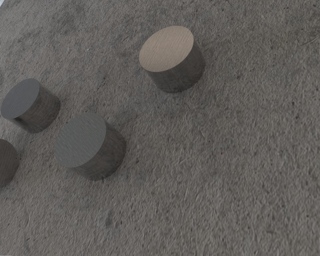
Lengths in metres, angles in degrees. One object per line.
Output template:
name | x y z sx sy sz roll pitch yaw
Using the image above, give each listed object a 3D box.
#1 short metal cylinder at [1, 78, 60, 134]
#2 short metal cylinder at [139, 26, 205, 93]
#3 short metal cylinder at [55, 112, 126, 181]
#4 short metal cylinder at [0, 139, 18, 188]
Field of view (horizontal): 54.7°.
short metal cylinder | -0.219 -0.037 0.526 0.080 0.050 0.080 -13 56 21
short metal cylinder | 0.018 -0.096 0.438 0.080 0.050 0.080 -13 56 21
short metal cylinder | -0.094 0.026 0.421 0.080 0.050 0.080 -13 56 21
short metal cylinder | -0.271 0.054 0.479 0.050 0.080 0.080 4 64 30
